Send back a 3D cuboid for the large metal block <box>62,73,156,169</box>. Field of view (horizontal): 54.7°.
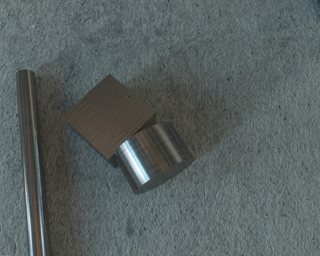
[{"bbox_3d":[-0.061,-0.008,0.397,0.080,0.050,0.080,41,75,13],"label":"large metal block"}]

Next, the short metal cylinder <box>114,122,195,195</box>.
[{"bbox_3d":[-0.007,0.036,0.366,0.080,0.080,0.050,-28,73,-10],"label":"short metal cylinder"}]

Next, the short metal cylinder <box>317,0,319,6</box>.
[{"bbox_3d":[0.274,-0.213,0.459,0.080,0.080,0.050,-17,71,-6],"label":"short metal cylinder"}]

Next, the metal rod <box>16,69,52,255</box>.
[{"bbox_3d":[-0.156,0.062,0.384,0.025,0.025,0.299,-12,70,-4],"label":"metal rod"}]
